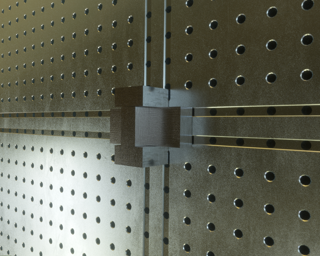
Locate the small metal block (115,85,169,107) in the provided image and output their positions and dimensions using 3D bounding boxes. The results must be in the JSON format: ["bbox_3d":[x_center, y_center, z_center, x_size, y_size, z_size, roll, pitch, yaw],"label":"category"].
[{"bbox_3d":[-0.024,-0.040,0.410,0.050,0.050,0.025,1,91,39],"label":"small metal block"}]

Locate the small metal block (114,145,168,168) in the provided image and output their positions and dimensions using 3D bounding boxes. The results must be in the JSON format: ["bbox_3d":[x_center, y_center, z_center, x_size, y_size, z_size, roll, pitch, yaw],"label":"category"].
[{"bbox_3d":[-0.024,0.035,0.411,0.050,0.050,0.025,1,91,39],"label":"small metal block"}]

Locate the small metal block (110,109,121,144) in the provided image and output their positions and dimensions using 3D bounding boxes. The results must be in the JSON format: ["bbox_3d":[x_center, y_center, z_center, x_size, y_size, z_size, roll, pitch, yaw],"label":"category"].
[{"bbox_3d":[-0.045,-0.002,0.444,0.050,0.025,0.050,1,91,39],"label":"small metal block"}]

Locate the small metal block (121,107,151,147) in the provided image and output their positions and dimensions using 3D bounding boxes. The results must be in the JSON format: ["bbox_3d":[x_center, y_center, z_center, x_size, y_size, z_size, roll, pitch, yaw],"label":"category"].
[{"bbox_3d":[-0.024,-0.002,0.410,0.025,0.050,0.050,1,91,40],"label":"small metal block"}]

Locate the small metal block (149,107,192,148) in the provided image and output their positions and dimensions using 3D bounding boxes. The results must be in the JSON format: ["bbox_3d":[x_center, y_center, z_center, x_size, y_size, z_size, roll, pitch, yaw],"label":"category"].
[{"bbox_3d":[0.013,-0.002,0.396,0.050,0.025,0.050,2,91,39],"label":"small metal block"}]
